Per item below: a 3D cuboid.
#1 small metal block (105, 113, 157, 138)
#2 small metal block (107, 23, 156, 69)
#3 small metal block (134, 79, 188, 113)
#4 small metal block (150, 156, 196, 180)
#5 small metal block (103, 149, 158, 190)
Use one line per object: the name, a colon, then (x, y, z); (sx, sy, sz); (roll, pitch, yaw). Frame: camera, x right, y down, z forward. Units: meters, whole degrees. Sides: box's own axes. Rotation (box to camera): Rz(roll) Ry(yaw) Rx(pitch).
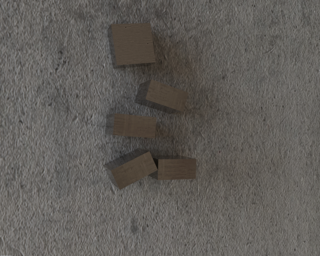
small metal block: (-0.037, -0.002, 0.382); (0.050, 0.050, 0.025); (5, 89, -20)
small metal block: (-0.037, -0.105, 0.395); (0.050, 0.025, 0.050); (-9, 93, -20)
small metal block: (0.000, -0.039, 0.396); (0.050, 0.050, 0.025); (17, 84, -19)
small metal block: (0.013, 0.050, 0.400); (0.050, 0.050, 0.025); (2, 90, -20)
small metal block: (-0.038, 0.049, 0.382); (0.050, 0.050, 0.025); (-26, 99, -18)
